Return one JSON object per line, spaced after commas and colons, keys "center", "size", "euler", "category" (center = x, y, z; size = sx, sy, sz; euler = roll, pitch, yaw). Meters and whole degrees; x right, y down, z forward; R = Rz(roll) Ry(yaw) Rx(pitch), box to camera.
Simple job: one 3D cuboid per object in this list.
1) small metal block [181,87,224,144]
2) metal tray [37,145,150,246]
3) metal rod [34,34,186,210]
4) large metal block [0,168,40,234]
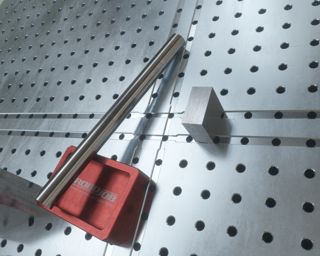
{"center": [0.053, -0.015, 0.373], "size": [0.025, 0.050, 0.050], "euler": [5, 64, 30], "category": "small metal block"}
{"center": [-0.088, 0.081, 0.399], "size": [0.130, 0.030, 0.090], "euler": [14, 69, 33], "category": "metal tray"}
{"center": [-0.055, -0.022, 0.422], "size": [0.025, 0.025, 0.301], "euler": [21, 64, 35], "category": "metal rod"}
{"center": [-0.226, 0.103, 0.426], "size": [0.080, 0.080, 0.050], "euler": [-25, 53, 12], "category": "large metal block"}
